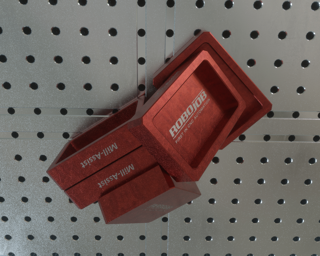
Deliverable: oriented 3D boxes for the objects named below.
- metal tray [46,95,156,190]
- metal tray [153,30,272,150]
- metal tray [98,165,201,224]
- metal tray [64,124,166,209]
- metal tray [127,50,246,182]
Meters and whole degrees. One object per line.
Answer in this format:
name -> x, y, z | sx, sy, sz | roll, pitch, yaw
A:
metal tray -> -0.067, 0.015, 0.383 | 0.130, 0.090, 0.030 | -31, 108, 10
metal tray -> 0.066, -0.046, 0.394 | 0.090, 0.030, 0.130 | -42, 105, 13
metal tray -> -0.007, 0.089, 0.397 | 0.090, 0.130, 0.030 | -31, 66, 11
metal tray -> -0.049, 0.039, 0.391 | 0.130, 0.090, 0.030 | -31, 108, 10
metal tray -> 0.036, -0.015, 0.348 | 0.090, 0.030, 0.130 | 49, 58, -16
